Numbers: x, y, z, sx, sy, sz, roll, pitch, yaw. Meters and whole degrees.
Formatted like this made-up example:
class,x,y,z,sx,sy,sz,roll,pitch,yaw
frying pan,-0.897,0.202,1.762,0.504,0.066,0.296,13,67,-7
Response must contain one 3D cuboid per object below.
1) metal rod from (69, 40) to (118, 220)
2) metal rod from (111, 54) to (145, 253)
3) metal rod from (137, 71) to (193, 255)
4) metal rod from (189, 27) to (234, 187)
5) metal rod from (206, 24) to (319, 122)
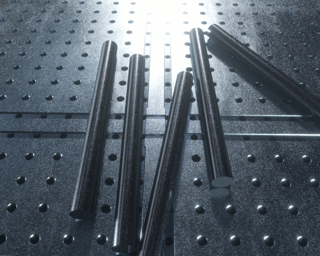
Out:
class,x,y,z,sx,sy,sz,roll,pitch,yaw
metal rod,-0.084,-0.022,0.425,0.025,0.025,0.300,0,50,0
metal rod,-0.036,0.005,0.402,0.025,0.025,0.300,0,50,0
metal rod,0.012,0.036,0.377,0.025,0.025,0.300,8,50,6
metal rod,0.068,-0.052,0.452,0.025,0.025,0.300,-1,50,-1
metal rod,0.175,-0.079,0.476,0.025,0.025,0.300,-27,55,-21
